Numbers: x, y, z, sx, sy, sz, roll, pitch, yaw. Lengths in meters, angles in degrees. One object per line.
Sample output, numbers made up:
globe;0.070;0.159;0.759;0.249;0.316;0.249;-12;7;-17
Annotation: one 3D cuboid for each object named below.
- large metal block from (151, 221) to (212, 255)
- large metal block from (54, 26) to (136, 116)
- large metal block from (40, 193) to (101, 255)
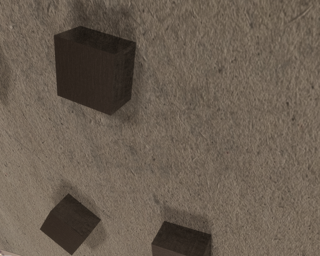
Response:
large metal block;0.036;0.206;0.498;0.080;0.050;0.079;10;123;22
large metal block;-0.081;-0.073;0.387;0.080;0.050;0.079;21;126;15
large metal block;-0.172;0.185;0.593;0.080;0.050;0.080;39;129;1
